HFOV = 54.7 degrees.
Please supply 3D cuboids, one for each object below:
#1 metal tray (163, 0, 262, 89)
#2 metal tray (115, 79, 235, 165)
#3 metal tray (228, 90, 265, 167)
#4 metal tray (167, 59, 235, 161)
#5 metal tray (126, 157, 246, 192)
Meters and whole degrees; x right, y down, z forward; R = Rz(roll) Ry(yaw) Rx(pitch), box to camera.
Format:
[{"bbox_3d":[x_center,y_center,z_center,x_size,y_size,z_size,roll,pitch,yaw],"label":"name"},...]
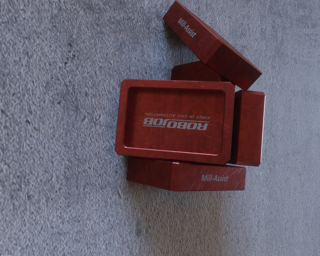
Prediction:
[{"bbox_3d":[0.065,-0.109,0.403,0.090,0.130,0.030,22,117,-38],"label":"metal tray"},{"bbox_3d":[0.017,-0.008,0.359,0.030,0.131,0.089,21,73,-76],"label":"metal tray"},{"bbox_3d":[0.099,0.003,0.427,0.030,0.130,0.089,6,86,-7],"label":"metal tray"},{"bbox_3d":[0.051,-0.021,0.408,0.030,0.090,0.129,10,84,-40],"label":"metal tray"},{"bbox_3d":[0.035,0.058,0.395,0.131,0.090,0.030,9,85,-40],"label":"metal tray"}]
